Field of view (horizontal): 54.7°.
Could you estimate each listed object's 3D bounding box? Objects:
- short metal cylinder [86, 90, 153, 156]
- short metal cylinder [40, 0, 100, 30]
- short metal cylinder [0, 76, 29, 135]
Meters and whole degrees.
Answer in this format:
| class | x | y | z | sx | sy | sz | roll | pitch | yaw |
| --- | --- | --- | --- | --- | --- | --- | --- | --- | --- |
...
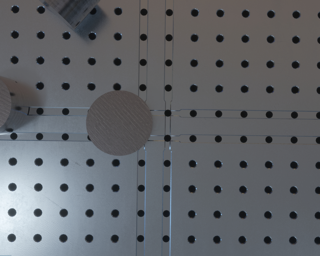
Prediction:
| class | x | y | z | sx | sy | sz | roll | pitch | yaw |
| --- | --- | --- | --- | --- | --- | --- | --- | --- | --- |
| short metal cylinder | -0.049 | -0.006 | 0.400 | 0.081 | 0.050 | 0.079 | 0 | 90 | -1 |
| short metal cylinder | -0.122 | -0.169 | 0.384 | 0.080 | 0.080 | 0.050 | 41 | 90 | -1 |
| short metal cylinder | -0.220 | -0.030 | 0.398 | 0.081 | 0.050 | 0.079 | 0 | 90 | -1 |
